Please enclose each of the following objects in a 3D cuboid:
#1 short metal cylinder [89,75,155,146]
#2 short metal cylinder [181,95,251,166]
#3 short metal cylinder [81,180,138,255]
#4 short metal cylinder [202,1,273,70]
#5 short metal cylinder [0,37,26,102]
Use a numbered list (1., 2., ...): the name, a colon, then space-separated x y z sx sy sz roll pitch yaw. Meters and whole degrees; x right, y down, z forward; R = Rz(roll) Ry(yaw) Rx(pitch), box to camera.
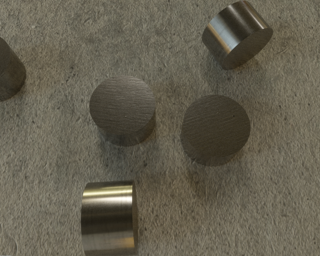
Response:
1. short metal cylinder: -0.046 -0.021 0.402 0.081 0.050 0.080 0 70 0
2. short metal cylinder: 0.068 0.004 0.394 0.081 0.050 0.080 0 70 0
3. short metal cylinder: -0.052 0.099 0.342 0.050 0.080 0.080 -3 70 -1
4. short metal cylinder: 0.105 -0.125 0.425 0.080 0.080 0.050 -29 73 -10
5. short metal cylinder: -0.234 -0.081 0.423 0.081 0.050 0.080 0 70 0
